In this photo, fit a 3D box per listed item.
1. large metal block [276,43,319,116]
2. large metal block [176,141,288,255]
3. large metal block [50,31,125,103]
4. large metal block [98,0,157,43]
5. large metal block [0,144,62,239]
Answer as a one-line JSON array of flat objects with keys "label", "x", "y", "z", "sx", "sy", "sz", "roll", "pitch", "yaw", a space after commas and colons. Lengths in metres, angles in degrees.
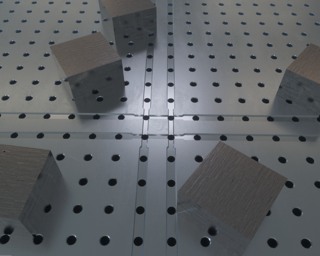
[{"label": "large metal block", "x": 0.232, "y": -0.069, "z": 0.451, "sx": 0.080, "sy": 0.050, "sz": 0.080, "roll": 33, "pitch": 58, "yaw": 25}, {"label": "large metal block", "x": 0.074, "y": 0.073, "z": 0.331, "sx": 0.080, "sy": 0.050, "sz": 0.080, "roll": 31, "pitch": 56, "yaw": 23}, {"label": "large metal block", "x": -0.109, "y": -0.094, "z": 0.470, "sx": 0.081, "sy": 0.050, "sz": 0.080, "roll": -24, "pitch": 54, "yaw": -19}, {"label": "large metal block", "x": -0.059, "y": -0.207, "z": 0.566, "sx": 0.081, "sy": 0.050, "sz": 0.080, "roll": -19, "pitch": 53, "yaw": -16}, {"label": "large metal block", "x": -0.165, "y": 0.066, "z": 0.336, "sx": 0.080, "sy": 0.050, "sz": 0.080, "roll": 6, "pitch": 50, "yaw": 5}]
